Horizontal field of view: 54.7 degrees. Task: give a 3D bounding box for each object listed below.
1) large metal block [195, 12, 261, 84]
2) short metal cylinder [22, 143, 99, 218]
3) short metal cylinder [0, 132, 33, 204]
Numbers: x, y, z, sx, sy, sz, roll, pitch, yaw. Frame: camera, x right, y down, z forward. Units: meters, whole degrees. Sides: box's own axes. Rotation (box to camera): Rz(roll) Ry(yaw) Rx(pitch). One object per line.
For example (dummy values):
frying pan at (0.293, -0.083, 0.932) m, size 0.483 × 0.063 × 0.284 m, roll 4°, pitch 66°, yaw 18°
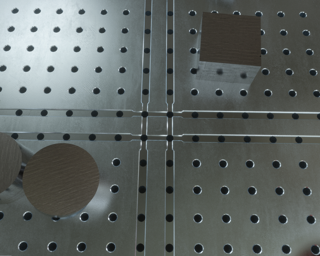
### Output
large metal block at (0.096, -0.113, 0.440) m, size 0.080 × 0.050 × 0.080 m, roll 5°, pitch 70°, yaw 2°
short metal cylinder at (-0.115, 0.063, 0.363) m, size 0.081 × 0.050 × 0.080 m, roll 6°, pitch 70°, yaw -17°
short metal cylinder at (-0.199, 0.050, 0.379) m, size 0.081 × 0.050 × 0.080 m, roll 0°, pitch 70°, yaw 0°
